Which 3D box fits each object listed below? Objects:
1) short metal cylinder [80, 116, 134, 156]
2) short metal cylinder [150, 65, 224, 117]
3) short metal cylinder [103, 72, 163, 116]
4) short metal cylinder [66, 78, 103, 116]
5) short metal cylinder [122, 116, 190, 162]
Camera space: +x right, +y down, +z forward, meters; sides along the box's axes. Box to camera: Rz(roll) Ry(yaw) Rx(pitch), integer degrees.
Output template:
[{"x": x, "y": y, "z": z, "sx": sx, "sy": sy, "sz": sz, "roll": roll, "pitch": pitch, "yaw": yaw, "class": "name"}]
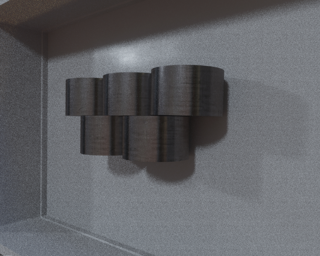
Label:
[{"x": -0.068, "y": 0.009, "z": 0.425, "sx": 0.080, "sy": 0.081, "sz": 0.050, "roll": 1, "pitch": 91, "yaw": 40, "class": "short metal cylinder"}, {"x": 0.030, "y": -0.038, "z": 0.344, "sx": 0.080, "sy": 0.081, "sz": 0.050, "roll": 3, "pitch": 92, "yaw": 40, "class": "short metal cylinder"}, {"x": -0.032, "y": -0.040, "z": 0.395, "sx": 0.080, "sy": 0.081, "sz": 0.050, "roll": 1, "pitch": 91, "yaw": 40, "class": "short metal cylinder"}, {"x": -0.094, "y": -0.042, "z": 0.447, "sx": 0.080, "sy": 0.081, "sz": 0.050, "roll": 1, "pitch": 91, "yaw": 40, "class": "short metal cylinder"}, {"x": -0.005, "y": 0.011, "z": 0.373, "sx": 0.080, "sy": 0.081, "sz": 0.050, "roll": 1, "pitch": 91, "yaw": 40, "class": "short metal cylinder"}]
